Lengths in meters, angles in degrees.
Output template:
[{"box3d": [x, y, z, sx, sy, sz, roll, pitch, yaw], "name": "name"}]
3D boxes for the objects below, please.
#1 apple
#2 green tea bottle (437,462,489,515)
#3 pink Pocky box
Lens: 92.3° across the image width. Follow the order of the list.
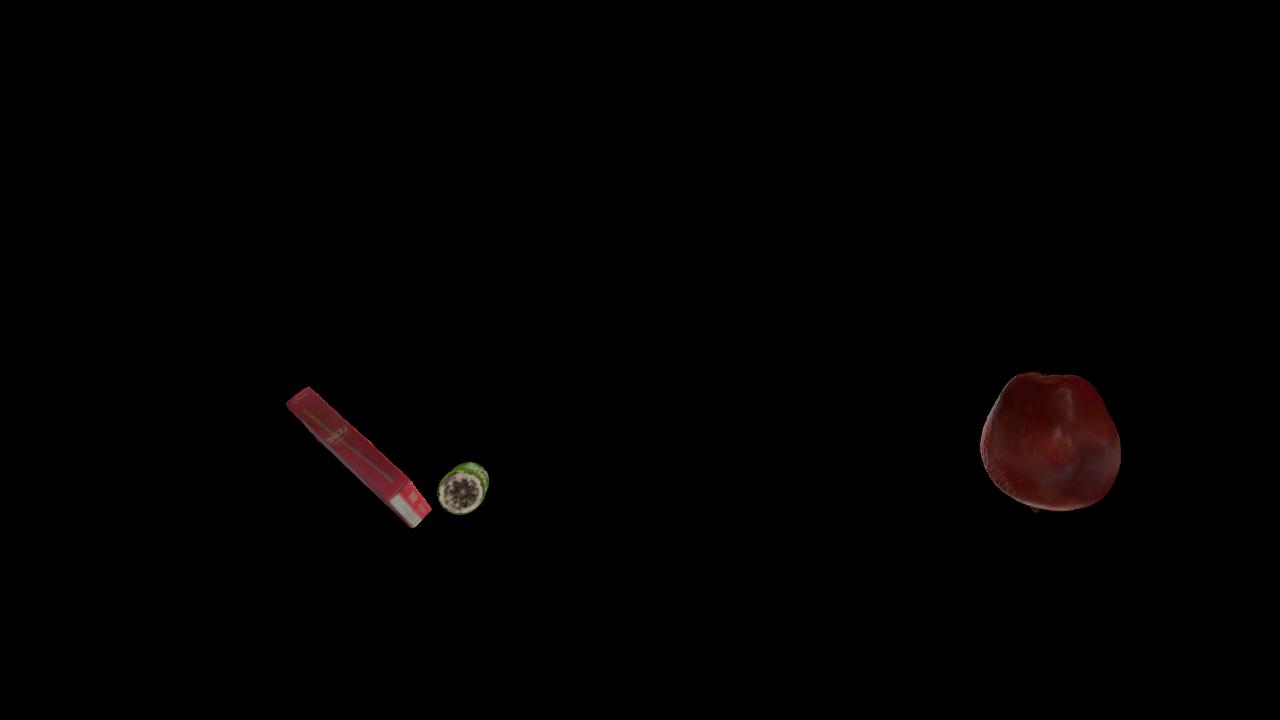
[{"box3d": [0.270, 0.055, 0.408, 0.079, 0.093, 0.079, 2, 4, 0], "name": "apple"}, {"box3d": [-0.286, 0.204, 1.015, 0.073, 0.073, 0.212, 0, -3, -11], "name": "green tea bottle"}, {"box3d": [-0.275, 0.096, 0.604, 0.155, 0.029, 0.084, 35, -28, 18], "name": "pink Pocky box"}]
